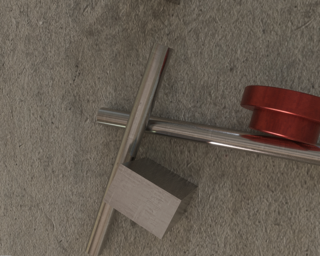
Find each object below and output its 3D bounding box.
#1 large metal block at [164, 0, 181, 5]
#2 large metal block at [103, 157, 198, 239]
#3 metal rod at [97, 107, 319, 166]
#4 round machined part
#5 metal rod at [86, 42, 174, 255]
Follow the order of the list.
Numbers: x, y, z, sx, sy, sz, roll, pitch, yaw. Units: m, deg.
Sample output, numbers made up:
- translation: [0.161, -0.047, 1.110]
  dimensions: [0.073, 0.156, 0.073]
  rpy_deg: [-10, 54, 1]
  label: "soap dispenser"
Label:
- translation: [-0.013, -0.203, 0.384]
  dimensions: [0.080, 0.080, 0.050]
  rpy_deg: [26, 99, 18]
  label: "large metal block"
- translation: [-0.008, 0.081, 0.382]
  dimensions: [0.080, 0.080, 0.050]
  rpy_deg: [28, 99, 17]
  label: "large metal block"
- translation: [0.058, 0.008, 0.387]
  dimensions: [0.301, 0.025, 0.025]
  rpy_deg: [10, 94, 19]
  label: "metal rod"
- translation: [0.132, -0.011, 0.323]
  dimensions: [0.098, 0.098, 0.042]
  rpy_deg: [16, 93, 19]
  label: "round machined part"
- translation: [-0.045, 0.038, 0.402]
  dimensions: [0.025, 0.025, 0.298]
  rpy_deg: [25, 106, 18]
  label: "metal rod"
